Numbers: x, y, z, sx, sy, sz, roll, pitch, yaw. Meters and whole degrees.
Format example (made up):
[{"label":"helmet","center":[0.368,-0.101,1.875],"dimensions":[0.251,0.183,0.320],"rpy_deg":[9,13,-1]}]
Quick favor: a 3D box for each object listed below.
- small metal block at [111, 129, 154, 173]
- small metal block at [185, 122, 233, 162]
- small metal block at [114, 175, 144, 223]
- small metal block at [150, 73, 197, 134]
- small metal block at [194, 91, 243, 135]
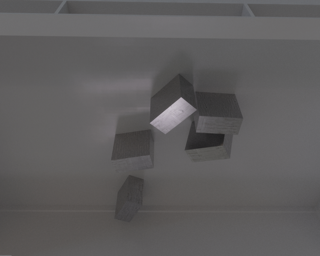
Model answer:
[{"label":"small metal block","center":[-0.035,0.031,0.418],"dimensions":[0.050,0.050,0.025],"rpy_deg":[-8,130,7]},{"label":"small metal block","center":[0.064,0.015,0.398],"dimensions":[0.050,0.050,0.025],"rpy_deg":[-10,132,29]},{"label":"small metal block","center":[-0.048,0.111,0.487],"dimensions":[0.025,0.050,0.050],"rpy_deg":[20,127,-17]},{"label":"small metal block","center":[0.015,-0.029,0.368],"dimensions":[0.025,0.050,0.050],"rpy_deg":[36,121,-27]},{"label":"small metal block","center":[0.068,-0.019,0.377],"dimensions":[0.050,0.050,0.025],"rpy_deg":[3,130,-3]}]
